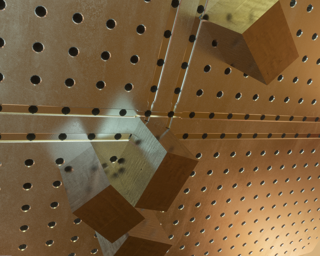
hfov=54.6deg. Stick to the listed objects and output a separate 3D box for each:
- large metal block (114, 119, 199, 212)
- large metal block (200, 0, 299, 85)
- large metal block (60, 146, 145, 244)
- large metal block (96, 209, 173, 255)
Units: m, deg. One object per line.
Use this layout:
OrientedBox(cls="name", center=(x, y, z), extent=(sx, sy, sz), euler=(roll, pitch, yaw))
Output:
OrientedBox(cls="large metal block", center=(-0.008, 0.048, 0.400), extent=(0.050, 0.080, 0.080), euler=(19, 108, -36))
OrientedBox(cls="large metal block", center=(0.105, -0.108, 0.366), extent=(0.050, 0.080, 0.080), euler=(-43, 129, 1))
OrientedBox(cls="large metal block", center=(-0.072, 0.082, 0.386), extent=(0.050, 0.080, 0.080), euler=(-37, 129, -4))
OrientedBox(cls="large metal block", center=(-0.042, 0.150, 0.445), extent=(0.080, 0.080, 0.050), euler=(29, 103, -38))
